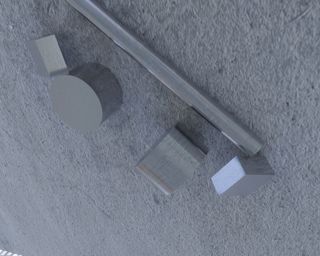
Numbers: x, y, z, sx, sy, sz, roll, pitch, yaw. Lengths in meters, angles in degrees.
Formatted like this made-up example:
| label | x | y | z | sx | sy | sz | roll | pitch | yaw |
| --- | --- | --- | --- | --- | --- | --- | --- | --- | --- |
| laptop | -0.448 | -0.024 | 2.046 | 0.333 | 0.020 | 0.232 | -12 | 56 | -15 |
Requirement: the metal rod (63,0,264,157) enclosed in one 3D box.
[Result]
| label | x | y | z | sx | sy | sz | roll | pitch | yaw |
| --- | --- | --- | --- | --- | --- | --- | --- | --- | --- |
| metal rod | -0.002 | -0.072 | 0.361 | 0.300 | 0.025 | 0.025 | 40 | 129 | 0 |

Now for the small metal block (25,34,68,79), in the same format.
| label | x | y | z | sx | sy | sz | roll | pitch | yaw |
| --- | --- | --- | --- | --- | --- | --- | --- | --- | --- |
| small metal block | -0.151 | -0.095 | 0.412 | 0.050 | 0.025 | 0.050 | 19 | 131 | 52 |

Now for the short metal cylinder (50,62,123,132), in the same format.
| label | x | y | z | sx | sy | sz | roll | pitch | yaw |
| --- | --- | --- | --- | --- | --- | --- | --- | --- | --- |
| short metal cylinder | -0.097 | -0.042 | 0.414 | 0.080 | 0.050 | 0.079 | 13 | 124 | 20 |

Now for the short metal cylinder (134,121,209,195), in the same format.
| label | x | y | z | sx | sy | sz | roll | pitch | yaw |
| --- | --- | --- | --- | --- | --- | --- | --- | --- | --- |
| short metal cylinder | 0.014 | 0.036 | 0.385 | 0.050 | 0.080 | 0.080 | 43 | 129 | -2 |

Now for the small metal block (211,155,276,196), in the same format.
| label | x | y | z | sx | sy | sz | roll | pitch | yaw |
| --- | --- | --- | --- | --- | --- | --- | --- | --- | --- |
| small metal block | 0.099 | 0.059 | 0.372 | 0.050 | 0.050 | 0.025 | -53 | 43 | 39 |
